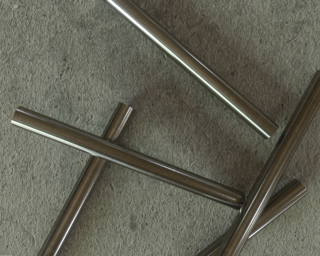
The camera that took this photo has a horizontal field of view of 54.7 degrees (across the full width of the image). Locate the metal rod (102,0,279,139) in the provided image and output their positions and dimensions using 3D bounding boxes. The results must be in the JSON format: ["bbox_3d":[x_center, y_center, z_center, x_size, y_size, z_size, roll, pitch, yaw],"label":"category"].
[{"bbox_3d":[0.034,-0.092,0.409,0.300,0.025,0.025,41,90,0],"label":"metal rod"}]

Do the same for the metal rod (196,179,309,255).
[{"bbox_3d":[0.069,0.170,0.410,0.300,0.025,0.025,-38,90,0],"label":"metal rod"}]

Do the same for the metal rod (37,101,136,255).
[{"bbox_3d":[-0.113,0.103,0.408,0.025,0.025,0.299,28,90,0],"label":"metal rod"}]

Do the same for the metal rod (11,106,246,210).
[{"bbox_3d":[-0.032,0.041,0.389,0.302,0.025,0.025,22,90,-8],"label":"metal rod"}]

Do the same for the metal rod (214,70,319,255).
[{"bbox_3d":[0.143,0.057,0.396,0.025,0.025,0.299,31,84,0],"label":"metal rod"}]
